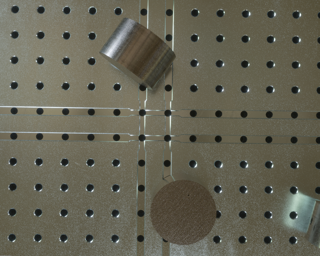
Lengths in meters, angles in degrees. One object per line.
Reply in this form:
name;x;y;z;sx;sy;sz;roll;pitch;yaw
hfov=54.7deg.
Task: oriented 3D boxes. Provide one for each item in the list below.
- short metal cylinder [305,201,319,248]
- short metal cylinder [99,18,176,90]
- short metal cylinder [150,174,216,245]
short metal cylinder;0.232;0.129;0.389;0.080;0.080;0.050;16;90;-1
short metal cylinder;-0.028;-0.090;0.385;0.080;0.080;0.050;35;90;-1
short metal cylinder;0.028;0.103;0.401;0.081;0.050;0.079;0;90;-1
